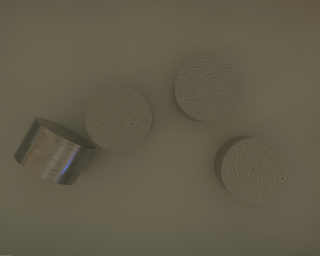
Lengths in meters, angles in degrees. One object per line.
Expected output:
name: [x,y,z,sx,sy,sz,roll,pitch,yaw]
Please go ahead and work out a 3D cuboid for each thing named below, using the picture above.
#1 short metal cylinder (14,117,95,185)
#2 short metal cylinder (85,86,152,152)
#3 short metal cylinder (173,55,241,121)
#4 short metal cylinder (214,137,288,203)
short metal cylinder: [-0.128,0.028,0.383,0.080,0.080,0.050,30,90,0]
short metal cylinder: [-0.050,-0.011,0.398,0.081,0.050,0.080,0,90,0]
short metal cylinder: [0.058,-0.048,0.399,0.081,0.050,0.080,0,90,0]
short metal cylinder: [0.115,0.051,0.400,0.081,0.050,0.080,0,90,0]
